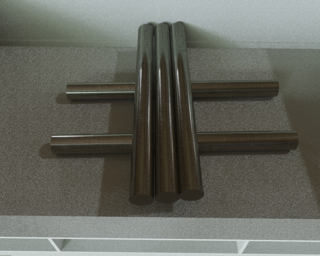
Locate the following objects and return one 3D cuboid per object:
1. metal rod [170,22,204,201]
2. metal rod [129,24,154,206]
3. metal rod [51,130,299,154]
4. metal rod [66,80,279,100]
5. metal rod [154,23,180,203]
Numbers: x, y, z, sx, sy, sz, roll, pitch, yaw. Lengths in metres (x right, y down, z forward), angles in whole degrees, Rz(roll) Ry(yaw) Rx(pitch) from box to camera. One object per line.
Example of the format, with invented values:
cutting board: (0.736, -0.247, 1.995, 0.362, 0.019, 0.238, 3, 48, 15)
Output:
metal rod: (0.030, -0.047, 0.409, 0.025, 0.025, 0.300, -1, 50, -1)
metal rod: (-0.021, -0.043, 0.405, 0.025, 0.025, 0.300, -1, 50, -1)
metal rod: (0.019, 0.018, 0.389, 0.302, 0.025, 0.025, -1, 50, -1)
metal rod: (0.019, -0.056, 0.450, 0.302, 0.025, 0.025, -1, 50, -1)
metal rod: (0.005, -0.045, 0.407, 0.025, 0.025, 0.300, -1, 50, -1)
